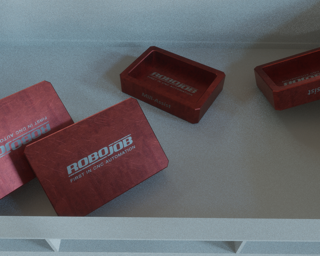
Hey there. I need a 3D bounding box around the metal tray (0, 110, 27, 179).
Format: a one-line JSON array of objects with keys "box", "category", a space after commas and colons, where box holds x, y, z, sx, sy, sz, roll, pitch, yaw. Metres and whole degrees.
[{"box": [-0.215, 0.008, 0.344, 0.091, 0.030, 0.130, -37, 96, -28], "category": "metal tray"}]

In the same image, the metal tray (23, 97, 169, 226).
[{"box": [-0.067, 0.033, 0.342, 0.131, 0.030, 0.090, -28, 92, -22], "category": "metal tray"}]

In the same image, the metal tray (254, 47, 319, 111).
[{"box": [0.208, -0.074, 0.425, 0.131, 0.030, 0.090, -16, 31, 7], "category": "metal tray"}]

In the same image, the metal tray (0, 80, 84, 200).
[{"box": [-0.160, 0.014, 0.340, 0.131, 0.090, 0.030, -36, 14, -36], "category": "metal tray"}]

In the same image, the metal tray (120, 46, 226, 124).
[{"box": [0.018, -0.068, 0.459, 0.130, 0.030, 0.090, 26, 54, 19], "category": "metal tray"}]
